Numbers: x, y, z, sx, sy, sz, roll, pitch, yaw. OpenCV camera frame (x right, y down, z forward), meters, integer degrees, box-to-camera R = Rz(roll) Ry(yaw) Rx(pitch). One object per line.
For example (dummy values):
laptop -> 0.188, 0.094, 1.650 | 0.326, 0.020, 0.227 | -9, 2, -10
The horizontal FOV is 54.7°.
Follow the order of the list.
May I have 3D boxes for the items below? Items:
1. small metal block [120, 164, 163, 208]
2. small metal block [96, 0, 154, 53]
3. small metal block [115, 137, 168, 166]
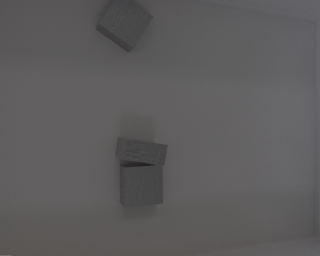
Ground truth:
small metal block -> -0.024, 0.073, 0.402 | 0.050, 0.025, 0.050 | -1, 91, -20
small metal block -> -0.045, -0.133, 0.394 | 0.050, 0.025, 0.050 | 33, 79, -17
small metal block -> -0.024, 0.029, 0.388 | 0.050, 0.050, 0.025 | 10, 87, -20
